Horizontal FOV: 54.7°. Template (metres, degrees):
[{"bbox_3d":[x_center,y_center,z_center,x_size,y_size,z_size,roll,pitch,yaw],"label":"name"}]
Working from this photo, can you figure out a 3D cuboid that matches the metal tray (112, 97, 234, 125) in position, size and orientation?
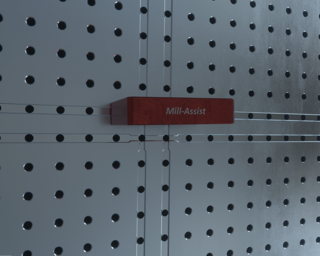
[{"bbox_3d":[0.013,-0.019,0.383,0.131,0.090,0.030,-1,91,-20],"label":"metal tray"}]
